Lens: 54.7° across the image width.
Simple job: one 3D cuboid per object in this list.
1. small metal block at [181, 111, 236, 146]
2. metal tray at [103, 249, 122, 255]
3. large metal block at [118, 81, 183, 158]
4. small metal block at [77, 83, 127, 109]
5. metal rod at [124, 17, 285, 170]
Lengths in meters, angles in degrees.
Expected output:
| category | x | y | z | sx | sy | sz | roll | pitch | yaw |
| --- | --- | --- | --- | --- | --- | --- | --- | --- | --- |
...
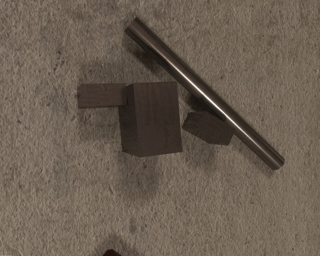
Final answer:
| category | x | y | z | sx | sy | sz | roll | pitch | yaw |
| --- | --- | --- | --- | --- | --- | --- | --- | --- | --- |
| small metal block | 0.065 | 0.001 | 0.421 | 0.050 | 0.050 | 0.025 | 28 | 81 | -18 |
| metal tray | -0.041 | 0.229 | 0.392 | 0.130 | 0.030 | 0.090 | 42 | 76 | -16 |
| large metal block | -0.015 | -0.011 | 0.375 | 0.050 | 0.080 | 0.079 | -6 | 92 | -20 |
| small metal block | -0.070 | -0.038 | 0.370 | 0.050 | 0.050 | 0.025 | -4 | 92 | -20 |
| metal rod | 0.072 | -0.039 | 0.436 | 0.300 | 0.025 | 0.025 | 41 | 77 | -16 |
